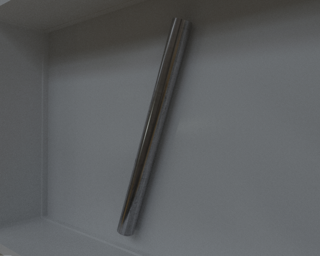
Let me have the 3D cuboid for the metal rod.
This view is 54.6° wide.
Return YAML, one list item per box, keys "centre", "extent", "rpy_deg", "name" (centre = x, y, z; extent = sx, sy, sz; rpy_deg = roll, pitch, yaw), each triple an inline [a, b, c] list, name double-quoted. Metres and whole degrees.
- centre: [-0.011, 0.008, 0.414]
  extent: [0.025, 0.025, 0.298]
  rpy_deg: [25, 106, 37]
  name: "metal rod"
